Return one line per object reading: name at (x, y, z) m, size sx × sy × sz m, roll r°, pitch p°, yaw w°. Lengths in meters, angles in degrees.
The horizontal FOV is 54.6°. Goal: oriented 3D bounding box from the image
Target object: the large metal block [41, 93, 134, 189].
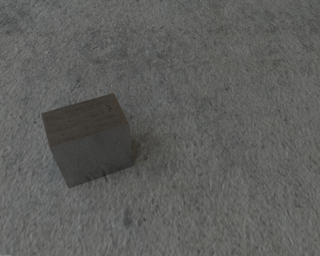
large metal block at (-0.079, 0.016, 0.354) m, size 0.081 × 0.080 × 0.050 m, roll -18°, pitch 53°, yaw -15°
